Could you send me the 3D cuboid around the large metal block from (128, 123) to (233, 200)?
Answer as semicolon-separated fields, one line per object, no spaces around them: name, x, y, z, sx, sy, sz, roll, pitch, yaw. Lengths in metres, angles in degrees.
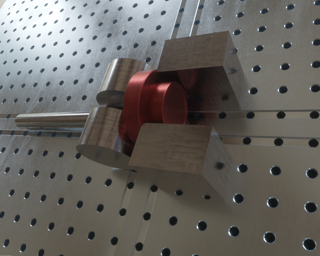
large metal block;0.026;0.037;0.338;0.080;0.080;0.050;3;63;29

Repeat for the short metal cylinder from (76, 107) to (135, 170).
short metal cylinder;-0.059;0.015;0.394;0.080;0.080;0.050;1;63;29

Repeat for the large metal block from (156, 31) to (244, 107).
large metal block;0.054;-0.069;0.388;0.080;0.080;0.050;0;62;28

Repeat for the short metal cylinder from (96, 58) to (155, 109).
short metal cylinder;-0.041;-0.051;0.426;0.080;0.080;0.050;1;63;28

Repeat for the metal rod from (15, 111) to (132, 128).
metal rod;-0.115;-0.012;0.462;0.300;0.025;0.025;0;62;32

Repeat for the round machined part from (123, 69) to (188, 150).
round machined part;0.001;-0.021;0.373;0.042;0.098;0.098;1;62;29
